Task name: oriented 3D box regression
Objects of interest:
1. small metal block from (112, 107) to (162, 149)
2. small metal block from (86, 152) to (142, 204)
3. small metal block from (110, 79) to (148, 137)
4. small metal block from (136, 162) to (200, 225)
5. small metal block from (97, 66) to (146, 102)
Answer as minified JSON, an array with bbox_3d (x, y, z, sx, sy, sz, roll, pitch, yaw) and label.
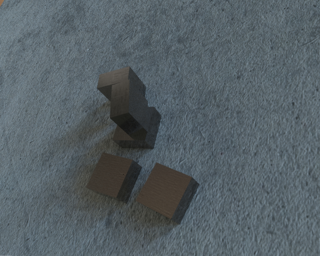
[{"bbox_3d":[-0.030,0.000,0.420,0.050,0.025,0.050,-1,61,27],"label":"small metal block"},{"bbox_3d":[-0.058,0.063,0.396,0.050,0.025,0.050,10,66,32],"label":"small metal block"},{"bbox_3d":[-0.038,-0.024,0.390,0.025,0.050,0.050,-15,55,20],"label":"small metal block"},{"bbox_3d":[0.009,0.074,0.354,0.050,0.025,0.050,18,71,35],"label":"small metal block"},{"bbox_3d":[-0.055,-0.059,0.453,0.050,0.050,0.025,-11,57,22],"label":"small metal block"}]
